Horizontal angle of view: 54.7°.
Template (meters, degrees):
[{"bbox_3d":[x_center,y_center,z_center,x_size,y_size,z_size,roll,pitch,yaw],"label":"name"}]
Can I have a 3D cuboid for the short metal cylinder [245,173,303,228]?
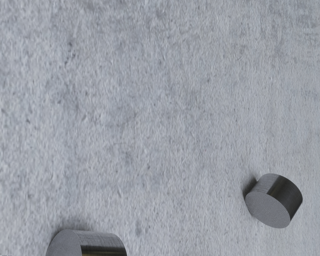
[{"bbox_3d":[0.197,0.126,0.538,0.050,0.080,0.080,-39,114,-33],"label":"short metal cylinder"}]

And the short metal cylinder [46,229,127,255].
[{"bbox_3d":[-0.076,0.144,0.307,0.050,0.080,0.080,22,76,-38],"label":"short metal cylinder"}]
